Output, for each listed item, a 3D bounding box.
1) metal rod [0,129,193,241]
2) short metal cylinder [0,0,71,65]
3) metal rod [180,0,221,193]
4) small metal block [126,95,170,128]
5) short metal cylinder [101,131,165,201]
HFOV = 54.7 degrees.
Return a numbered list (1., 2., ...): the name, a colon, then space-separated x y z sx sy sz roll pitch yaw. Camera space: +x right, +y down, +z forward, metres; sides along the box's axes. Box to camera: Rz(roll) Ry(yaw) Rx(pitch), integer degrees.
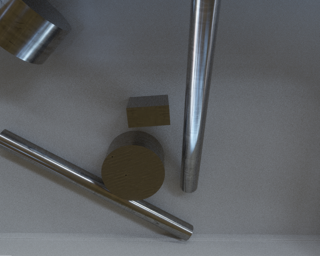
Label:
1. metal rod: -0.085 0.086 0.441 0.301 0.025 0.025 30 107 -11
2. short metal cylinder: -0.146 -0.116 0.337 0.080 0.080 0.050 42 105 -14
3. metal rod: 0.040 -0.023 0.340 0.025 0.025 0.298 -1 135 0
4. small metal block: -0.014 -0.022 0.390 0.050 0.050 0.025 -4 110 1
5. short metal cylinder: -0.034 0.049 0.416 0.081 0.050 0.079 0 110 -1
